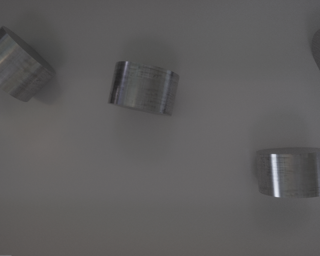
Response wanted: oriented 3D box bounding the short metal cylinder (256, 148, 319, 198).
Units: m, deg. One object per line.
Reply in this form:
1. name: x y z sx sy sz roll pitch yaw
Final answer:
1. short metal cylinder: 0.163 0.053 0.385 0.080 0.080 0.050 -4 90 0

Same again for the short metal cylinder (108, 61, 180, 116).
1. short metal cylinder: -0.020 -0.047 0.384 0.080 0.080 0.050 11 90 0

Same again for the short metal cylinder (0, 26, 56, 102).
1. short metal cylinder: -0.178 -0.078 0.382 0.080 0.080 0.050 45 90 0

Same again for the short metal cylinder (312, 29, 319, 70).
1. short metal cylinder: 0.238 -0.098 0.385 0.050 0.080 0.080 -26 90 0
